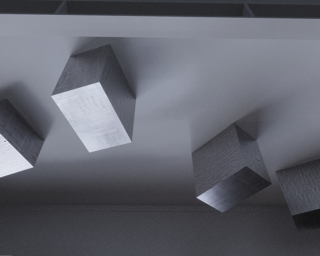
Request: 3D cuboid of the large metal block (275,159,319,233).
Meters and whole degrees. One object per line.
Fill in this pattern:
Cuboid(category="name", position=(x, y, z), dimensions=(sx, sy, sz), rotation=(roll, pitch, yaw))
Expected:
Cuboid(category="large metal block", position=(0.228, 0.098, 0.458), dimensions=(0.080, 0.080, 0.050), rotation=(-21, 127, 16))

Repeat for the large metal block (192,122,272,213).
Cuboid(category="large metal block", position=(0.092, 0.053, 0.419), dimensions=(0.050, 0.080, 0.080), rotation=(34, 122, -26))

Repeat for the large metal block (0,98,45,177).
Cuboid(category="large metal block", position=(-0.216, 0.018, 0.406), dimensions=(0.080, 0.050, 0.080), rotation=(-17, 128, 14))

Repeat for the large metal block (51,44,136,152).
Cuboid(category="large metal block", position=(-0.067, -0.033, 0.344), dimensions=(0.050, 0.080, 0.080), rotation=(-14, 129, 12))
